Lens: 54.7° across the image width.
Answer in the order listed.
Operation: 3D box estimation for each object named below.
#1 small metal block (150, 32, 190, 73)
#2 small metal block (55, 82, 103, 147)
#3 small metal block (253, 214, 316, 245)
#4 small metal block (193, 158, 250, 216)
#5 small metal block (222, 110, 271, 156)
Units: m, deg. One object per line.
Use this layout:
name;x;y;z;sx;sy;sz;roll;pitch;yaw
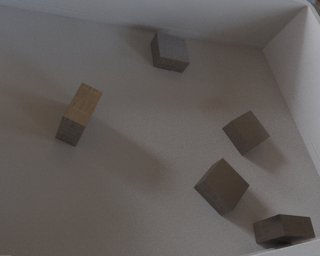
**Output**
small metal block;0.015;-0.118;0.486;0.050;0.025;0.050;7;59;-25
small metal block;-0.091;-0.014;0.349;0.025;0.050;0.050;27;53;-12
small metal block;0.156;0.130;0.394;0.050;0.050;0.025;11;57;-22
small metal block;0.081;0.076;0.402;0.050;0.025;0.050;46;51;4
small metal block;0.132;0.007;0.472;0.050;0.025;0.050;-25;76;-37
